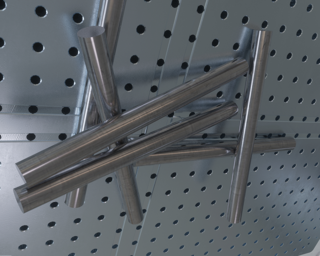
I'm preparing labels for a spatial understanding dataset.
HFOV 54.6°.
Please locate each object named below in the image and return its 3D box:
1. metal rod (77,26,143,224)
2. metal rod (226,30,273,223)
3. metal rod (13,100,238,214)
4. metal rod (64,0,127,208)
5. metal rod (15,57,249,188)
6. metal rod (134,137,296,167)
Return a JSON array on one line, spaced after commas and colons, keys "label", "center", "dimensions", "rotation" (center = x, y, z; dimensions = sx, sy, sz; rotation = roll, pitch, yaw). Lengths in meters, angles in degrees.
[{"label": "metal rod", "center": [-0.050, 0.025, 0.376], "dimensions": [0.025, 0.025, 0.298], "rotation": [-21, 133, -16]}, {"label": "metal rod", "center": [0.128, 0.011, 0.459], "dimensions": [0.025, 0.025, 0.298], "rotation": [-7, 113, -25]}, {"label": "metal rod", "center": [-0.013, 0.019, 0.367], "dimensions": [0.302, 0.025, 0.025], "rotation": [-22, 128, -33]}, {"label": "metal rod", "center": [-0.074, -0.034, 0.349], "dimensions": [0.025, 0.025, 0.298], "rotation": [2, 117, -30]}, {"label": "metal rod", "center": [-0.006, -0.021, 0.345], "dimensions": [0.302, 0.025, 0.025], "rotation": [-29, 130, -29]}, {"label": "metal rod", "center": [0.098, 0.034, 0.484], "dimensions": [0.302, 0.025, 0.025], "rotation": [-3, 120, -27]}]
